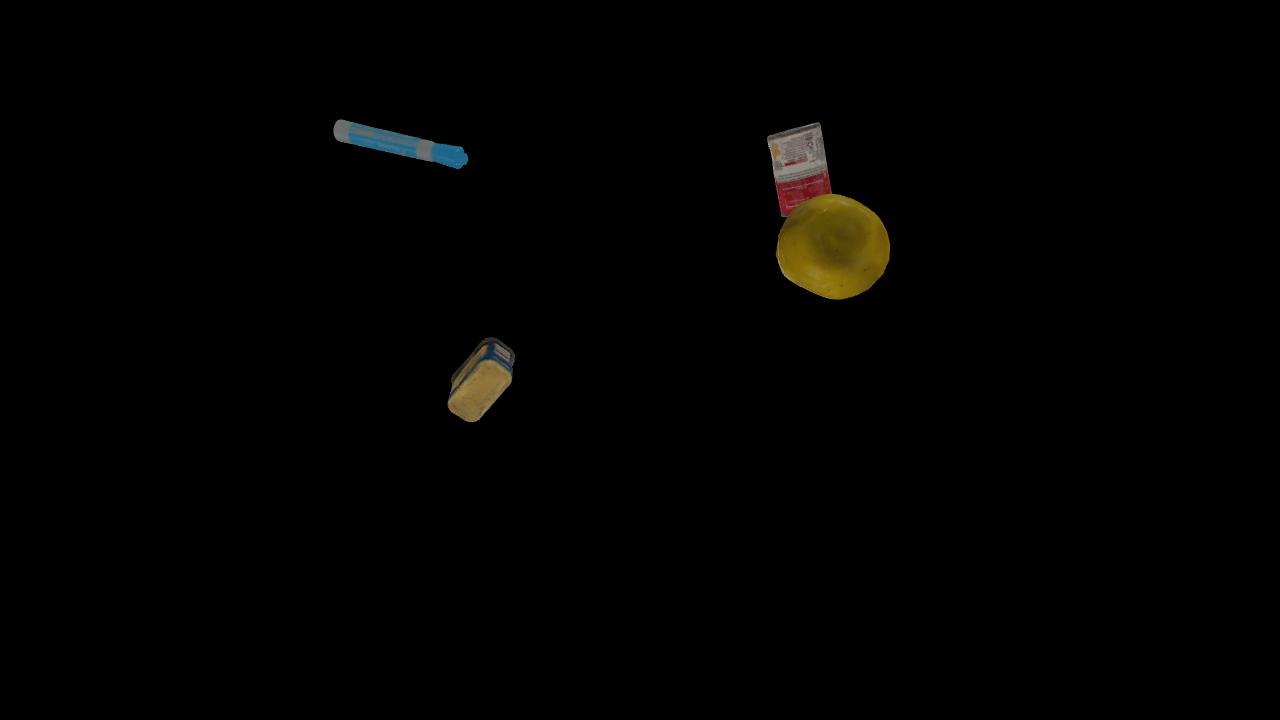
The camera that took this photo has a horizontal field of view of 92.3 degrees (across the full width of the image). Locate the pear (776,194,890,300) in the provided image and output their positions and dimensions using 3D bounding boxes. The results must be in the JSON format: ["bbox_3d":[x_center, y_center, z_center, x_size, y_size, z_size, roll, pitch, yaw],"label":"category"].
[{"bbox_3d":[0.141,-0.080,0.473,0.080,0.080,0.111,0,-5,1],"label":"pear"}]

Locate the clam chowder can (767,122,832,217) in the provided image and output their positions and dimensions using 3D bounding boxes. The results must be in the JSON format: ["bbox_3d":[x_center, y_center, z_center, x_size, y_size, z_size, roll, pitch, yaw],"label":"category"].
[{"bbox_3d":[0.203,-0.240,0.779,0.068,0.102,0.068,-14,19,5],"label":"clam chowder can"}]

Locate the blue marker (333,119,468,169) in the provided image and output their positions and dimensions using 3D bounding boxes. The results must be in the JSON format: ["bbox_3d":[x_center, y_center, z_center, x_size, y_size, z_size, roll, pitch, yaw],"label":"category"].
[{"bbox_3d":[-0.206,-0.186,0.532,0.121,0.020,0.020,15,2,8],"label":"blue marker"}]

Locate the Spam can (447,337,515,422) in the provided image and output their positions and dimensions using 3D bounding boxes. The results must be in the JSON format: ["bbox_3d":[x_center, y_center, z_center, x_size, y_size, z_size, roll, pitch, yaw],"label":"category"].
[{"bbox_3d":[-0.226,0.028,0.876,0.058,0.101,0.085,38,10,-21],"label":"Spam can"}]
